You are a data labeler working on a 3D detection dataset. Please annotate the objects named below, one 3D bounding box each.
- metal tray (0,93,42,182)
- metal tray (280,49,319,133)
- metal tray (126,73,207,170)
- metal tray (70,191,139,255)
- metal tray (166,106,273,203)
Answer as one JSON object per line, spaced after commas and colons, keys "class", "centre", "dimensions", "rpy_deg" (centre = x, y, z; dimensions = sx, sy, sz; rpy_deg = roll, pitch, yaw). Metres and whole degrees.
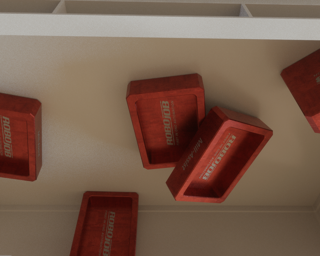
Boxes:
{"class": "metal tray", "centre": [-0.209, 0.014, 0.414], "dimensions": [0.091, 0.030, 0.129], "rpy_deg": [10, 130, -9]}
{"class": "metal tray", "centre": [0.203, -0.060, 0.318], "dimensions": [0.130, 0.090, 0.030], "rpy_deg": [-30, 124, 23]}
{"class": "metal tray", "centre": [0.014, -0.003, 0.403], "dimensions": [0.091, 0.030, 0.129], "rpy_deg": [-6, 130, 5]}
{"class": "metal tray", "centre": [-0.081, 0.158, 0.474], "dimensions": [0.091, 0.130, 0.030], "rpy_deg": [2, 130, -2]}
{"class": "metal tray", "centre": [0.076, 0.041, 0.405], "dimensions": [0.091, 0.030, 0.129], "rpy_deg": [13, 118, -34]}
